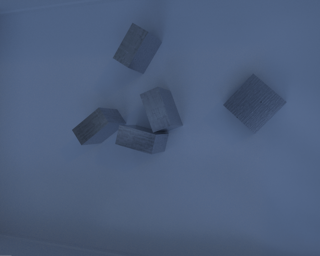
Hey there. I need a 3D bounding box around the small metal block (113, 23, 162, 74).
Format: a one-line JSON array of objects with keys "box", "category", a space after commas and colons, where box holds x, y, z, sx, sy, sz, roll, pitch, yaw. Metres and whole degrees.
[{"box": [-0.028, -0.103, 0.406, 0.025, 0.050, 0.050, 35, 101, 16], "category": "small metal block"}]

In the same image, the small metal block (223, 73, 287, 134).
[{"box": [0.113, -0.028, 0.370, 0.050, 0.025, 0.050, 45, 104, 14], "category": "small metal block"}]

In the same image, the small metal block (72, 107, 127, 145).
[{"box": [-0.082, -0.002, 0.425, 0.050, 0.050, 0.025, -37, 78, 16], "category": "small metal block"}]

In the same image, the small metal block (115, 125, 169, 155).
[{"box": [-0.022, 0.014, 0.404, 0.050, 0.050, 0.025, 15, 95, 19], "category": "small metal block"}]

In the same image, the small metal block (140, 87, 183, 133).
[{"box": [0.003, -0.022, 0.395, 0.025, 0.050, 0.050, -22, 83, 18], "category": "small metal block"}]
